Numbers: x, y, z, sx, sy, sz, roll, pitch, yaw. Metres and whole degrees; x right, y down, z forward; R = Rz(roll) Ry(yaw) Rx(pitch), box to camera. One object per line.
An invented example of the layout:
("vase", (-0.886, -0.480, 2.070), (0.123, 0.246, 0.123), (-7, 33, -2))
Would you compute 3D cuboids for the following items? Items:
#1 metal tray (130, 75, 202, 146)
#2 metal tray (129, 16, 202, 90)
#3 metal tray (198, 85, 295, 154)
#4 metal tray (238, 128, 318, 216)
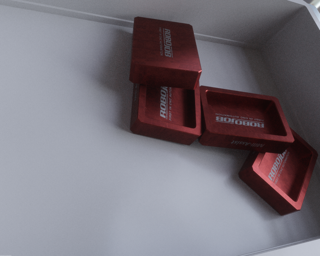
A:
("metal tray", (0.010, -0.046, 0.434), (0.091, 0.030, 0.130), (13, 56, -18))
("metal tray", (0.005, -0.110, 0.441), (0.091, 0.030, 0.130), (6, 45, -8))
("metal tray", (0.118, -0.013, 0.451), (0.131, 0.030, 0.090), (7, 49, -12))
("metal tray", (0.183, 0.054, 0.470), (0.090, 0.030, 0.131), (42, 51, 0))
